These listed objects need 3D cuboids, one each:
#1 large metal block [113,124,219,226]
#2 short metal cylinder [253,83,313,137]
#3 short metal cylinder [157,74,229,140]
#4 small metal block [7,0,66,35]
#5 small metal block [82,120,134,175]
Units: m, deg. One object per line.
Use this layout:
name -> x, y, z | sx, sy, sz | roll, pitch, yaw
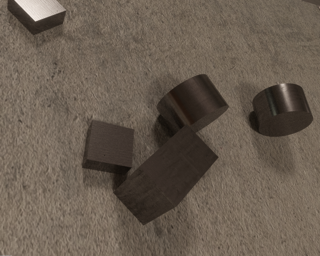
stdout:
large metal block -> 0.005, 0.052, 0.341 | 0.050, 0.080, 0.080 | 47, 51, 4
short metal cylinder -> 0.193, -0.027, 0.491 | 0.081, 0.080, 0.050 | 10, 58, -23
short metal cylinder -> 0.043, -0.027, 0.410 | 0.081, 0.080, 0.050 | -23, 75, -37
small metal block -> -0.164, -0.158, 0.413 | 0.050, 0.025, 0.050 | 45, 51, 3
small metal block -> -0.059, 0.023, 0.359 | 0.050, 0.025, 0.050 | 14, 56, -21
